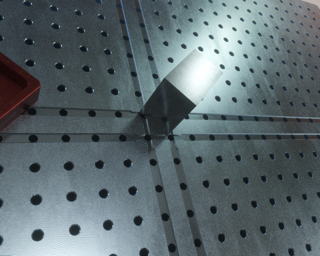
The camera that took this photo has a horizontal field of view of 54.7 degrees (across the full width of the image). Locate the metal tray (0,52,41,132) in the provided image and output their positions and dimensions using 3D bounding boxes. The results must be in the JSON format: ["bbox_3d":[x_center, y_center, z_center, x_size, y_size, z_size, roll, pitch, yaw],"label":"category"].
[{"bbox_3d":[-0.201,-0.028,0.313,0.090,0.030,0.130,37,51,-3],"label":"metal tray"}]

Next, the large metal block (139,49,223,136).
[{"bbox_3d":[0.028,-0.047,0.417,0.050,0.080,0.080,41,51,0],"label":"large metal block"}]
